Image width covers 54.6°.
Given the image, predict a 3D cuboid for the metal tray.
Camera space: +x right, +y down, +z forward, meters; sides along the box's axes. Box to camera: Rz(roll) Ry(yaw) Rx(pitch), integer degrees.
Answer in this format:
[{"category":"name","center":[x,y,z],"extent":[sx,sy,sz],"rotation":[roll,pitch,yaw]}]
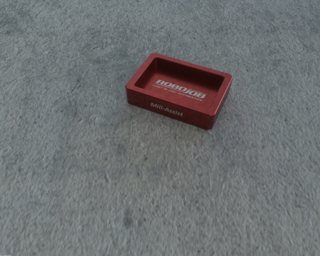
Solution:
[{"category":"metal tray","center":[0.028,-0.057,0.447],"extent":[0.130,0.030,0.090],"rotation":[20,53,16]}]
